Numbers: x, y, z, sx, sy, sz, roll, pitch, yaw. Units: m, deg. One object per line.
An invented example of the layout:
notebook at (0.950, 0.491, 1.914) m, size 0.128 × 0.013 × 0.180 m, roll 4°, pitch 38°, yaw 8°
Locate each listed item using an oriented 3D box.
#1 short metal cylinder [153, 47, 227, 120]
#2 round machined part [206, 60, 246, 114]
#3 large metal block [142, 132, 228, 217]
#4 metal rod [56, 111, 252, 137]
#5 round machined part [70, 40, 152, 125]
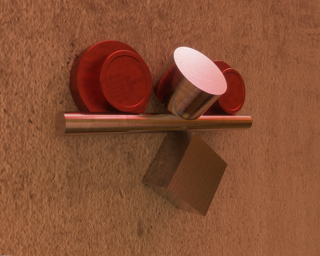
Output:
short metal cylinder at (0.038, -0.057, 0.397) m, size 0.080 × 0.050 × 0.080 m, roll 22°, pitch 43°, yaw -22°
round machined part at (0.094, -0.054, 0.473) m, size 0.099 × 0.042 × 0.097 m, roll 0°, pitch 90°, yaw -40°
large metal block at (0.036, 0.060, 0.417) m, size 0.080 × 0.050 × 0.080 m, roll 43°, pitch 64°, yaw -32°
metal rod at (0.020, -0.007, 0.395) m, size 0.302 × 0.025 × 0.025 m, roll -1°, pitch 91°, yaw -40°
round machined part at (-0.048, -0.051, 0.354) m, size 0.099 × 0.042 × 0.097 m, roll 0°, pitch 90°, yaw -40°
